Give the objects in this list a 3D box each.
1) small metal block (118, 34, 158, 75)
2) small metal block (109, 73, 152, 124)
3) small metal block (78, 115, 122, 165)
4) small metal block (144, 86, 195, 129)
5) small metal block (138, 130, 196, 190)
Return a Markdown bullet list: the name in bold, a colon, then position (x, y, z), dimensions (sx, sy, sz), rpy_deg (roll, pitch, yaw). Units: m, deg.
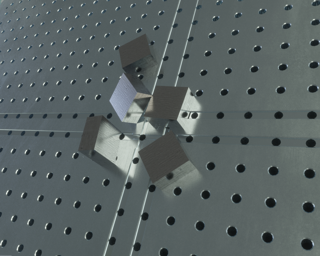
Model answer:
- **small metal block**: position (-0.036, -0.116, 0.497), dimensions (0.050, 0.025, 0.050), rpy_deg (-23, 53, 13)
- **small metal block**: position (-0.043, -0.042, 0.441), dimensions (0.050, 0.025, 0.050), rpy_deg (-59, 45, 26)
- **small metal block**: position (-0.080, 0.018, 0.422), dimensions (0.025, 0.050, 0.050), rpy_deg (-6, 59, 25)
- **small metal block**: position (0.013, -0.029, 0.418), dimensions (0.050, 0.025, 0.050), rpy_deg (7, 65, 30)
- **small metal block**: position (0.008, 0.039, 0.379), dimensions (0.050, 0.025, 0.050), rpy_deg (-33, 52, 6)
